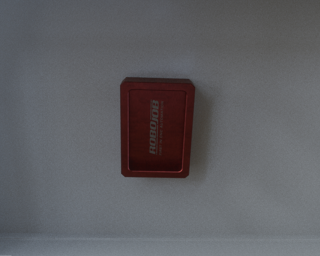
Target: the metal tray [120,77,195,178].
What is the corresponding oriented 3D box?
[{"bbox_3d":[-0.005,0.001,0.406,0.091,0.030,0.129,1,110,-2],"label":"metal tray"}]
